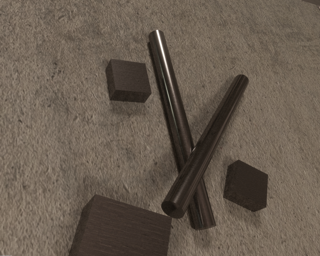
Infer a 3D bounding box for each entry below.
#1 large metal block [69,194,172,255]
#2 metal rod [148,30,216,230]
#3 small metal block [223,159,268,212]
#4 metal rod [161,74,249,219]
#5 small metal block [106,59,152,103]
[{"bbox_3d":[-0.040,0.119,0.294,0.080,0.050,0.080,22,54,-16],"label":"large metal block"},{"bbox_3d":[0.024,-0.015,0.427,0.025,0.025,0.299,2,61,-28],"label":"metal rod"},{"bbox_3d":[0.117,0.079,0.421,0.050,0.025,0.050,27,52,-12],"label":"small metal block"},{"bbox_3d":[0.076,0.001,0.422,0.025,0.025,0.301,40,43,-2],"label":"metal rod"},{"bbox_3d":[-0.043,-0.063,0.420,0.050,0.025,0.050,2,61,-28],"label":"small metal block"}]
